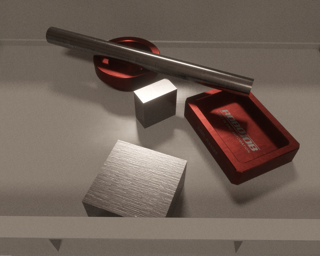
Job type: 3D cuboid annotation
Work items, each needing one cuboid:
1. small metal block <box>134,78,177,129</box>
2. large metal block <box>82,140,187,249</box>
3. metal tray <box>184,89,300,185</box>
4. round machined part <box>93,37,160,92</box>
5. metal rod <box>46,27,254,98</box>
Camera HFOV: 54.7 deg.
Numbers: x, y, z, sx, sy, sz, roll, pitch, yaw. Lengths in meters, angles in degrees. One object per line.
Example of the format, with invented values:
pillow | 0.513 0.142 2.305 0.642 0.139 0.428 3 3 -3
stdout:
small metal block | -0.006 -0.033 0.416 0.050 0.050 0.025 -25 55 -20
large metal block | -0.023 0.068 0.331 0.080 0.050 0.080 16 52 13
metal tray | 0.100 0.001 0.402 0.091 0.030 0.130 -19 53 -16
round machined part | -0.049 -0.093 0.472 0.099 0.042 0.098 1 50 0
metal rod | -0.023 -0.095 0.429 0.301 0.025 0.025 18 52 13
